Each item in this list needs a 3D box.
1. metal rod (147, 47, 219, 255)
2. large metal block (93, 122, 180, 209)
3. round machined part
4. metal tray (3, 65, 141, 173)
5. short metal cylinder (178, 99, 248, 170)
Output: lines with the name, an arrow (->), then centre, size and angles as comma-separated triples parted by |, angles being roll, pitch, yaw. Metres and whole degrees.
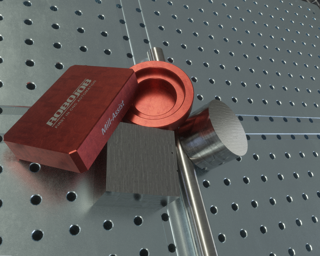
metal rod -> 0.023, 0.016, 0.411 | 0.025, 0.025, 0.299 | 1, 61, -28
large metal block -> -0.028, 0.044, 0.350 | 0.081, 0.050, 0.080 | 10, 58, -23
round machined part -> -0.007, -0.035, 0.398 | 0.099, 0.042, 0.098 | 0, 64, 0
metal tray -> -0.089, -0.018, 0.336 | 0.090, 0.030, 0.130 | 8, 48, 23
short metal cylinder -> 0.070, 0.009, 0.407 | 0.080, 0.050, 0.080 | 31, 43, -33
